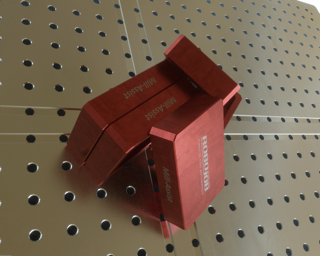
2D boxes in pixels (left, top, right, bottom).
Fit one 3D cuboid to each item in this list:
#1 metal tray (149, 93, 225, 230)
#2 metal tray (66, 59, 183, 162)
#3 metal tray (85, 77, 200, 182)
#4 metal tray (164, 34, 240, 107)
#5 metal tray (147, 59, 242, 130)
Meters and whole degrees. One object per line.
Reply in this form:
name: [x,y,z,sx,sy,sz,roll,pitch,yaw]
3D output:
metal tray: [0.037,0.038,0.347,0.030,0.129,0.091,18,40,36]
metal tray: [-0.039,-0.021,0.359,0.030,0.090,0.131,49,51,5]
metal tray: [-0.017,0.000,0.356,0.030,0.090,0.131,49,51,5]
metal tray: [0.052,-0.069,0.407,0.090,0.030,0.130,43,6,1]
metal tray: [0.053,-0.056,0.468,0.130,0.030,0.090,40,51,-2]
